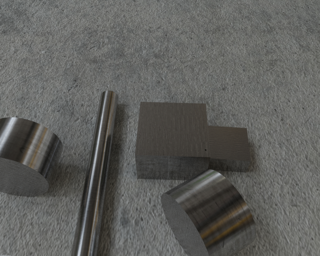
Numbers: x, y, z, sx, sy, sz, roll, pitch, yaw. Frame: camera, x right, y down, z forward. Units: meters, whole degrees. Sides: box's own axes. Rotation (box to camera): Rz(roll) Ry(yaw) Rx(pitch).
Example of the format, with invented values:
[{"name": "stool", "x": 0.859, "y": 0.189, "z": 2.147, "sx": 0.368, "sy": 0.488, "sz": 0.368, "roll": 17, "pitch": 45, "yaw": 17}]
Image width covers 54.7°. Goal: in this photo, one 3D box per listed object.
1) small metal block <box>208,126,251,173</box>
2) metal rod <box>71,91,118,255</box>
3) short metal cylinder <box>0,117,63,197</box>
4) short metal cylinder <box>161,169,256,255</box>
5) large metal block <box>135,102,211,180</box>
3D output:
[{"name": "small metal block", "x": 0.082, "y": 0.025, "z": 0.383, "sx": 0.050, "sy": 0.025, "sz": 0.050, "roll": 4, "pitch": 50, "yaw": 3}, {"name": "metal rod", "x": -0.072, "y": 0.071, "z": 0.342, "sx": 0.025, "sy": 0.025, "sz": 0.300, "roll": 1, "pitch": 50, "yaw": 0}, {"name": "short metal cylinder", "x": -0.154, "y": 0.033, "z": 0.337, "sx": 0.080, "sy": 0.080, "sz": 0.050, "roll": 4, "pitch": 50, "yaw": 3}, {"name": "short metal cylinder", "x": 0.044, "y": 0.087, "z": 0.295, "sx": 0.050, "sy": 0.080, "sz": 0.080, "roll": -26, "pitch": 55, "yaw": -20}, {"name": "large metal block", "x": 0.015, "y": 0.015, "z": 0.374, "sx": 0.081, "sy": 0.050, "sz": 0.080, "roll": 2, "pitch": 50, "yaw": 1}]
